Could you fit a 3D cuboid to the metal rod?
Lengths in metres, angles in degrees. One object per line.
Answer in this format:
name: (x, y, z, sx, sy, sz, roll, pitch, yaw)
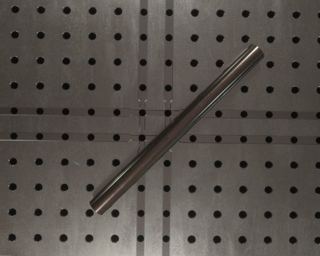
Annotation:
metal rod: (0.023, 0.002, 0.413, 0.300, 0.025, 0.025, -44, 91, -1)
